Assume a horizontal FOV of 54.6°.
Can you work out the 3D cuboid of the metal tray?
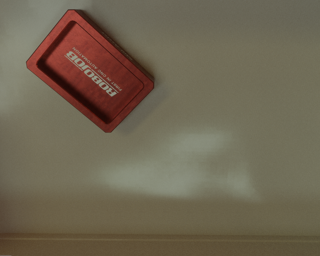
[{"bbox_3d":[-0.082,-0.068,0.382,0.130,0.030,0.090,42,105,-14],"label":"metal tray"}]
